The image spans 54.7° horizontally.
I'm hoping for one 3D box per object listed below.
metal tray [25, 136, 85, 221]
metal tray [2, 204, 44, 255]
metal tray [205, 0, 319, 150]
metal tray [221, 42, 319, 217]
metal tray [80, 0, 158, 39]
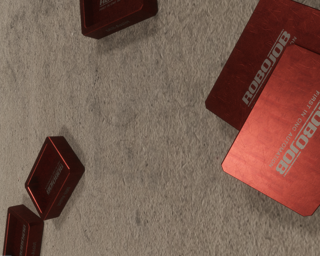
[{"bbox_3d":[-0.193,0.090,0.557,0.090,0.030,0.129,47,118,29],"label":"metal tray"},{"bbox_3d":[-0.280,0.233,0.628,0.090,0.030,0.129,17,101,38],"label":"metal tray"},{"bbox_3d":[0.113,-0.055,0.308,0.090,0.030,0.129,40,114,32],"label":"metal tray"},{"bbox_3d":[0.123,0.003,0.272,0.090,0.030,0.129,29,116,14],"label":"metal tray"},{"bbox_3d":[-0.065,-0.192,0.453,0.130,0.030,0.089,-7,86,39],"label":"metal tray"}]
